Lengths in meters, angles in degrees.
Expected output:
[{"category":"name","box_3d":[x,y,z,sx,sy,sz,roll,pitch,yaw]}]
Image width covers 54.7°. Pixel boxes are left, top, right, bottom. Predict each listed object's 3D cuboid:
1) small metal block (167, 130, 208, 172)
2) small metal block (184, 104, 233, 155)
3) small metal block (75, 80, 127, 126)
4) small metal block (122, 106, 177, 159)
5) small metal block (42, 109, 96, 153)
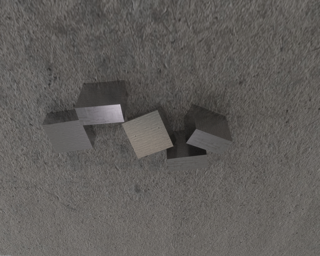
[{"category":"small metal block","box_3d":[0.035,0.029,0.415,0.050,0.050,0.025,-7,131,5]},{"category":"small metal block","box_3d":[0.060,0.001,0.393,0.050,0.050,0.025,19,128,-16]},{"category":"small metal block","box_3d":[-0.067,-0.030,0.364,0.050,0.050,0.025,-5,130,4]},{"category":"small metal block","box_3d":[-0.013,0.005,0.399,0.050,0.025,0.050,-21,101,16]},{"category":"small metal block","box_3d":[-0.119,0.004,0.409,0.050,0.025,0.050,-8,130,6]}]
